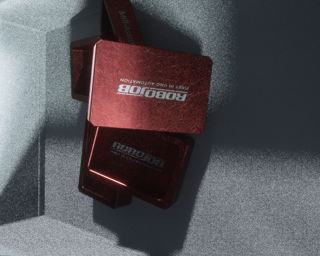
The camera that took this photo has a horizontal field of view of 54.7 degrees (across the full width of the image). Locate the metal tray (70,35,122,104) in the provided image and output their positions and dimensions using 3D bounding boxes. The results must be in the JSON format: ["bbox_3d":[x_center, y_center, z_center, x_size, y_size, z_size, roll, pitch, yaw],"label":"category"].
[{"bbox_3d":[-0.095,-0.082,0.447,0.130,0.030,0.089,17,109,56],"label":"metal tray"}]

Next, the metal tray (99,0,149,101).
[{"bbox_3d":[-0.048,-0.105,0.410,0.090,0.030,0.129,122,132,-68],"label":"metal tray"}]

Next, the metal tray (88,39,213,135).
[{"bbox_3d":[-0.011,-0.043,0.349,0.030,0.131,0.089,-157,73,-72],"label":"metal tray"}]

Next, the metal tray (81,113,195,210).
[{"bbox_3d":[-0.031,0.037,0.398,0.130,0.030,0.089,19,100,19],"label":"metal tray"}]

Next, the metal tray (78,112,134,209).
[{"bbox_3d":[-0.078,0.044,0.464,0.090,0.030,0.129,13,98,39],"label":"metal tray"}]
